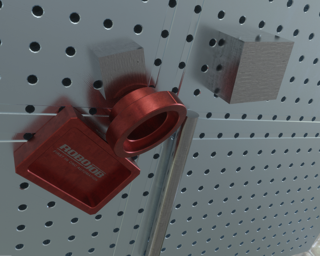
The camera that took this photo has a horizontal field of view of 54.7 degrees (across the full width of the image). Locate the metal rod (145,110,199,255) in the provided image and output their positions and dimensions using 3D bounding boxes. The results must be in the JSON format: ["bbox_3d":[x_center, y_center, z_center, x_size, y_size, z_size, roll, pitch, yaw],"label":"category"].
[{"bbox_3d":[0.012,0.111,0.488,0.025,0.025,0.298,-2,120,-28],"label":"metal rod"}]

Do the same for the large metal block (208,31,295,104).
[{"bbox_3d":[0.119,-0.081,0.412,0.081,0.050,0.079,-7,122,-25],"label":"large metal block"}]

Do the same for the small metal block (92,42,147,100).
[{"bbox_3d":[-0.044,-0.064,0.348,0.050,0.025,0.050,-17,126,-19],"label":"small metal block"}]

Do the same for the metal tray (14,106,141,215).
[{"bbox_3d":[-0.097,0.045,0.383,0.090,0.030,0.130,-42,130,1],"label":"metal tray"}]

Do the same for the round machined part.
[{"bbox_3d":[-0.020,-0.011,0.367,0.099,0.042,0.098,-29,158,-13],"label":"round machined part"}]
